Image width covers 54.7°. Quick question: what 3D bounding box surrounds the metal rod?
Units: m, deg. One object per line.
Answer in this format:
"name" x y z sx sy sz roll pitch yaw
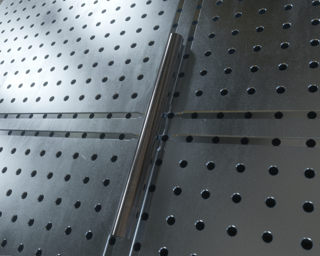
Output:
"metal rod" -0.010 -0.007 0.416 0.025 0.025 0.300 1 62 28
